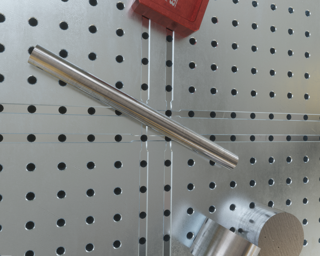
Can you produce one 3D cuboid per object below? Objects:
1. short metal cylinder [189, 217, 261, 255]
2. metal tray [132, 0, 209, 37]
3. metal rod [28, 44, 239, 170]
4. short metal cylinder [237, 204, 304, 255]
[{"bbox_3d":[0.086,0.162,0.415,0.080,0.080,0.050,34,79,-17],"label":"short metal cylinder"},{"bbox_3d":[0.027,-0.203,0.419,0.091,0.030,0.130,21,83,-19],"label":"metal tray"},{"bbox_3d":[-0.021,-0.018,0.404,0.301,0.025,0.025,28,81,-18],"label":"metal rod"},{"bbox_3d":[0.163,0.159,0.459,0.081,0.050,0.080,0,90,-20],"label":"short metal cylinder"}]
